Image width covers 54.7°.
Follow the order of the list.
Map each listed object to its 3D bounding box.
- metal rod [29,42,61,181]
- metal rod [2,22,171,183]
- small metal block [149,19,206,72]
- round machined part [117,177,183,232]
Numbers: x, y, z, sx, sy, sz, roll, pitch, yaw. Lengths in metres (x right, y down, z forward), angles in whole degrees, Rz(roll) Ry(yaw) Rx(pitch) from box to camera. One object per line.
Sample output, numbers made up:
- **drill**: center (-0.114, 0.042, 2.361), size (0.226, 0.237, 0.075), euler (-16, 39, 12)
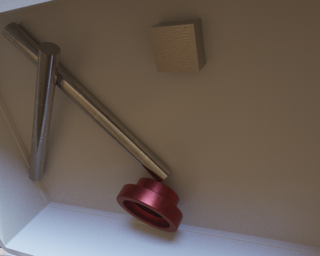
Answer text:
- **metal rod**: center (-0.184, -0.003, 0.479), size (0.025, 0.025, 0.298), euler (34, 135, 5)
- **metal rod**: center (-0.101, -0.034, 0.438), size (0.300, 0.025, 0.025), euler (44, 129, -3)
- **small metal block**: center (0.021, -0.090, 0.341), size (0.050, 0.025, 0.050), euler (3, 120, 26)
- **round machined part**: center (-0.011, 0.109, 0.455), size (0.098, 0.042, 0.098), euler (22, 150, 14)
